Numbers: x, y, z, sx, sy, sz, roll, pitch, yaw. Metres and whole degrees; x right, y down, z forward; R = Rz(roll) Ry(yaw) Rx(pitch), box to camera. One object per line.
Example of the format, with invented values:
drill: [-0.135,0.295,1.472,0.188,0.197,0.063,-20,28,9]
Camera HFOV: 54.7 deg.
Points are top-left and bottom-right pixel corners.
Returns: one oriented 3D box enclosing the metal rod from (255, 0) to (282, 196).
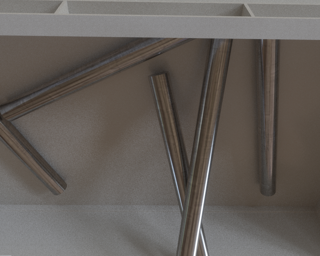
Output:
metal rod: [0.139,-0.012,0.399,0.025,0.025,0.299,-10,130,8]

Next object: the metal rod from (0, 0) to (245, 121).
metal rod: [-0.056,-0.071,0.347,0.300,0.025,0.025,-21,127,16]

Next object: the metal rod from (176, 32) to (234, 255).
metal rod: [0.048,0.043,0.365,0.025,0.025,0.298,6,105,-5]

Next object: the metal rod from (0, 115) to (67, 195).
metal rod: [-0.212,-0.010,0.398,0.025,0.025,0.299,-17,129,13]

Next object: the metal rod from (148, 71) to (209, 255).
metal rod: [0.032,0.077,0.399,0.025,0.025,0.298,-11,106,9]
